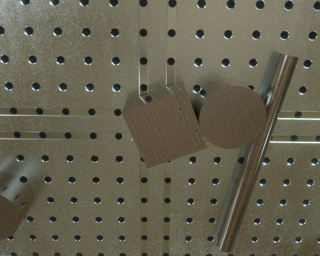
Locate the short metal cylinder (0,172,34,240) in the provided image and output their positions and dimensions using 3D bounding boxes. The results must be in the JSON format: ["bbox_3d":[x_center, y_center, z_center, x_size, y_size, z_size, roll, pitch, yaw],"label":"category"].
[{"bbox_3d":[-0.229,0.110,0.439,0.081,0.050,0.079,0,110,0],"label":"short metal cylinder"}]

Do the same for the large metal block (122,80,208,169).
[{"bbox_3d":[0.007,-0.005,0.398,0.080,0.050,0.080,-20,109,7],"label":"large metal block"}]

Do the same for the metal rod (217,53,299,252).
[{"bbox_3d":[0.129,0.047,0.431,0.025,0.025,0.298,10,110,-4],"label":"metal rod"}]

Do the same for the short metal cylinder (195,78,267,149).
[{"bbox_3d":[0.087,-0.020,0.393,0.081,0.050,0.079,0,110,0],"label":"short metal cylinder"}]
